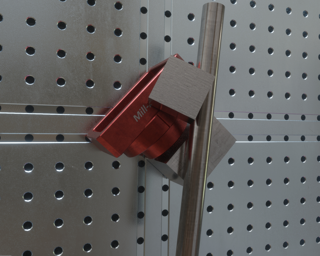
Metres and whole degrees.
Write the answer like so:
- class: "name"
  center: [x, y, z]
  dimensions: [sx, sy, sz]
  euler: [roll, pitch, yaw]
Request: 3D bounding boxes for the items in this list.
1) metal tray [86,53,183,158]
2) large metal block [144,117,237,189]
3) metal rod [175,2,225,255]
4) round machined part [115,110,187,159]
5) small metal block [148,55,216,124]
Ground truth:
- class: "metal tray"
  center: [-0.027, -0.026, 0.369]
  dimensions: [0.030, 0.090, 0.130]
  euler: [45, 76, -15]
- class: "large metal block"
  center: [0.036, 0.027, 0.395]
  dimensions: [0.050, 0.080, 0.080]
  euler: [45, 76, -15]
- class: "metal rod"
  center: [0.044, 0.011, 0.345]
  dimensions: [0.025, 0.025, 0.298]
  euler: [7, 88, -20]
- class: "round machined part"
  center: [-0.005, -0.001, 0.377]
  dimensions: [0.042, 0.098, 0.098]
  euler: [44, 76, -15]
- class: "small metal block"
  center: [0.021, -0.039, 0.317]
  dimensions: [0.050, 0.025, 0.050]
  euler: [26, 79, 0]
